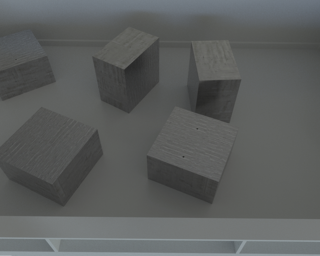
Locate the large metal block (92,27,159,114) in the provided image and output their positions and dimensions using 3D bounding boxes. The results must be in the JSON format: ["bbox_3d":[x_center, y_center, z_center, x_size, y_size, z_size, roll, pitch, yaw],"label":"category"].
[{"bbox_3d":[-0.044,-0.082,0.438,0.050,0.080,0.080,26,55,19],"label":"large metal block"}]

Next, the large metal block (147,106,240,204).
[{"bbox_3d":[0.039,0.030,0.364,0.080,0.050,0.080,19,53,15],"label":"large metal block"}]

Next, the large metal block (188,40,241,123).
[{"bbox_3d":[0.069,-0.062,0.422,0.050,0.080,0.080,-2,50,-2],"label":"large metal block"}]

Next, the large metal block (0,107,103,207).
[{"bbox_3d":[-0.126,0.031,0.361,0.080,0.050,0.080,21,53,16],"label":"large metal block"}]

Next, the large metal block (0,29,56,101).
[{"bbox_3d":[-0.216,-0.097,0.468,0.081,0.050,0.080,-25,55,-20],"label":"large metal block"}]
